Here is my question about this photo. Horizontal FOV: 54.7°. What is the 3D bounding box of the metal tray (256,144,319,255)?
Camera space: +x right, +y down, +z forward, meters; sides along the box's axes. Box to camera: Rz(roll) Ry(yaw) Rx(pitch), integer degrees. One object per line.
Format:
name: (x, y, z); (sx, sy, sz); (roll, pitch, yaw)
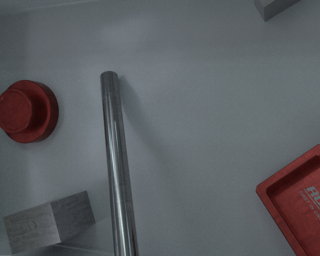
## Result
metal tray: (0.171, 0.092, 0.313); (0.090, 0.030, 0.130); (-40, 47, 16)

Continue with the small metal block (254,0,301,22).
small metal block: (0.135, -0.152, 0.350); (0.050, 0.050, 0.025); (-29, 81, 17)

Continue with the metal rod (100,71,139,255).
metal rod: (-0.048, 0.056, 0.363); (0.025, 0.025, 0.299); (-21, 59, 18)

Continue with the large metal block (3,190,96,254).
large metal block: (-0.152, 0.129, 0.433); (0.080, 0.080, 0.050); (-19, 84, 18)

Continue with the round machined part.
round machined part: (-0.209, -0.025, 0.473); (0.098, 0.042, 0.097); (0, 90, 19)
